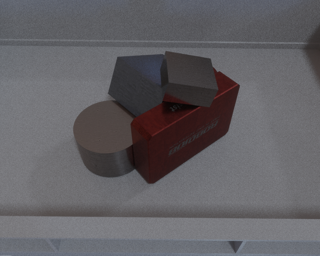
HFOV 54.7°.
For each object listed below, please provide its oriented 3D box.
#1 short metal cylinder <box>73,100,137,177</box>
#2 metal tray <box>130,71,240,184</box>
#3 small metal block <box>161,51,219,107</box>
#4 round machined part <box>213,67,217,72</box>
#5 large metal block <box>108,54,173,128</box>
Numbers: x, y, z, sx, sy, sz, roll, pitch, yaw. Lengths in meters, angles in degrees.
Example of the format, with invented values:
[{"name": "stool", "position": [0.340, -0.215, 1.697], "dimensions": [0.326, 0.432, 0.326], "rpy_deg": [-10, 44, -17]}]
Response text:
[{"name": "short metal cylinder", "position": [-0.059, 0.012, 0.375], "dimensions": [0.081, 0.050, 0.080], "rpy_deg": [0, 50, 0]}, {"name": "metal tray", "position": [0.030, 0.000, 0.361], "dimensions": [0.131, 0.089, 0.030], "rpy_deg": [-31, 56, -24]}, {"name": "small metal block", "position": [0.029, -0.051, 0.322], "dimensions": [0.050, 0.025, 0.050], "rpy_deg": [7, 48, -12]}, {"name": "round machined part", "position": [0.047, -0.060, 0.443], "dimensions": [0.099, 0.042, 0.098], "rpy_deg": [0, 50, 0]}, {"name": "large metal block", "position": [-0.003, -0.049, 0.382], "dimensions": [0.080, 0.050, 0.081], "rpy_deg": [39, 35, 27]}]
